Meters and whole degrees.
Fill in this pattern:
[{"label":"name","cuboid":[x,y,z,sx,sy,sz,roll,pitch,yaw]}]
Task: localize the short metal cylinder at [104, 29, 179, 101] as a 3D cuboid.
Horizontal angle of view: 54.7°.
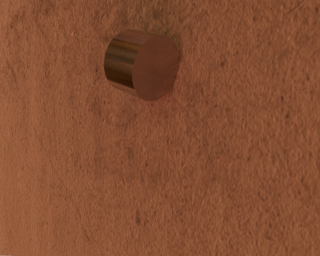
[{"label":"short metal cylinder","cuboid":[-0.022,-0.078,0.385,0.050,0.081,0.079,24,105,37]}]
